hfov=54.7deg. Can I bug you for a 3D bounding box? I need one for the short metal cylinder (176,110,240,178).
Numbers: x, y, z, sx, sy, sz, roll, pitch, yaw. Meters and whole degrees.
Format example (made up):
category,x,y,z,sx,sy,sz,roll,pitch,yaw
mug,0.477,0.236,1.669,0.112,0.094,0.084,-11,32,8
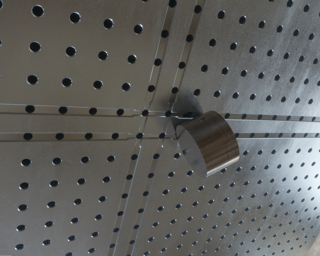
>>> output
category,x,y,z,sx,sy,sz,roll,pitch,yaw
short metal cylinder,0.064,0.022,0.426,0.050,0.080,0.080,-25,128,-13
